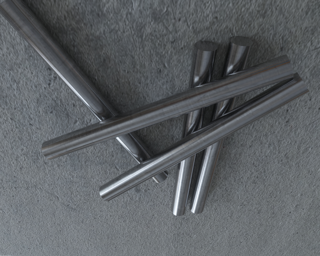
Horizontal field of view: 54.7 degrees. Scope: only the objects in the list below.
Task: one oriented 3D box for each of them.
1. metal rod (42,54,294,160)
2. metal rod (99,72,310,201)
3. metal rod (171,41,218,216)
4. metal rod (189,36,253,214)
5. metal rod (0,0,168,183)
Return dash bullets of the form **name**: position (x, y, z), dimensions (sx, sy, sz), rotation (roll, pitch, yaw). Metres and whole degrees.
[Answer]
- **metal rod**: position (-0.005, -0.018, 0.357), dimensions (0.301, 0.025, 0.025), rotation (-19, 128, 15)
- **metal rod**: position (0.037, 0.023, 0.392), dimensions (0.300, 0.025, 0.025), rotation (-32, 123, 24)
- **metal rod**: position (0.040, 0.025, 0.428), dimensions (0.025, 0.025, 0.298), rotation (2, 130, -2)
- **metal rod**: position (0.074, 0.021, 0.425), dimensions (0.025, 0.025, 0.298), rotation (3, 130, -3)
- **metal rod**: position (-0.074, -0.026, 0.384), dimensions (0.025, 0.025, 0.300), rotation (-24, 126, 19)
